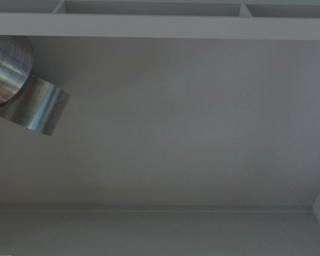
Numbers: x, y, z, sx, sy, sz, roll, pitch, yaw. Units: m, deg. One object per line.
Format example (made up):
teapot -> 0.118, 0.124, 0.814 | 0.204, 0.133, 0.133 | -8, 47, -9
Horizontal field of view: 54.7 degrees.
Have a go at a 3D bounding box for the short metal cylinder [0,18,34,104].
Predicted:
short metal cylinder -> -0.166, -0.066, 0.284 | 0.080, 0.080, 0.050 | -21, 155, 16

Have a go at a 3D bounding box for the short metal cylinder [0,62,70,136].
short metal cylinder -> -0.146, -0.030, 0.337 | 0.080, 0.080, 0.050 | 26, 83, -21
